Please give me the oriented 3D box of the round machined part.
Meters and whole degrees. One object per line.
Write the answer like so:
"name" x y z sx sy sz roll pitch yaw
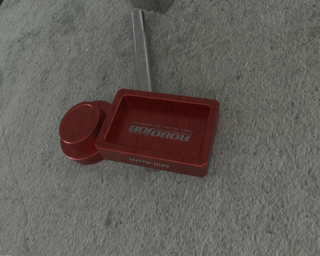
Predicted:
"round machined part" -0.105 0.000 0.448 0.098 0.042 0.098 -13 56 21

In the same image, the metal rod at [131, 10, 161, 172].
"metal rod" -0.023 -0.075 0.461 0.025 0.025 0.299 -19 54 17

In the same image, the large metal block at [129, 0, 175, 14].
"large metal block" -0.008 -0.256 0.549 0.080 0.050 0.080 27 77 37

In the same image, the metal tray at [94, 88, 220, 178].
"metal tray" -0.001 0.002 0.372 0.130 0.030 0.090 9 59 15
